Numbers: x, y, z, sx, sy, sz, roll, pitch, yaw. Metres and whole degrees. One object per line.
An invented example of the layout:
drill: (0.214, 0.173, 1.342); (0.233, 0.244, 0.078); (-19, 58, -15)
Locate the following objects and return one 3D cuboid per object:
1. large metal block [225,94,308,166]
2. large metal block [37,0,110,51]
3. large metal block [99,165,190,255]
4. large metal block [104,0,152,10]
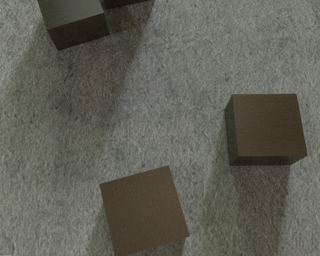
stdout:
large metal block: (0.131, 0.003, 0.395); (0.081, 0.050, 0.080); (-1, 70, -1)
large metal block: (-0.129, -0.172, 0.456); (0.080, 0.050, 0.080); (-20, 72, -8)
large metal block: (-0.018, 0.097, 0.359); (0.081, 0.050, 0.080); (-15, 71, -6)
large metal block: (-0.053, -0.233, 0.463); (0.081, 0.080, 0.050); (-15, 71, -6)
